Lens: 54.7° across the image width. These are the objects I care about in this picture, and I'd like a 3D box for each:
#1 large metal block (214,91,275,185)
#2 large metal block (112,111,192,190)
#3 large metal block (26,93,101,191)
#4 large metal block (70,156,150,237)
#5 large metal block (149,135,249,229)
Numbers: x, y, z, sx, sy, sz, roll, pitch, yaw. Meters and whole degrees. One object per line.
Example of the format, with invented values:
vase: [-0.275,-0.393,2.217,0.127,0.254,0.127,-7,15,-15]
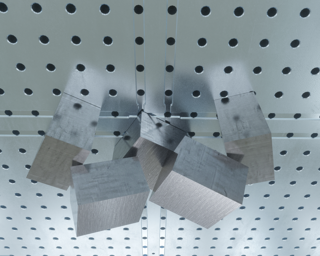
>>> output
large metal block: [0.105,0.014,0.389,0.050,0.080,0.080,-13,129,10]
large metal block: [-0.011,0.035,0.424,0.080,0.050,0.080,26,125,-21]
large metal block: [-0.119,0.017,0.388,0.050,0.080,0.080,24,126,-19]
large metal block: [-0.065,0.084,0.380,0.081,0.050,0.079,-7,141,-22]
large metal block: [0.043,0.066,0.361,0.080,0.050,0.080,27,140,-3]
